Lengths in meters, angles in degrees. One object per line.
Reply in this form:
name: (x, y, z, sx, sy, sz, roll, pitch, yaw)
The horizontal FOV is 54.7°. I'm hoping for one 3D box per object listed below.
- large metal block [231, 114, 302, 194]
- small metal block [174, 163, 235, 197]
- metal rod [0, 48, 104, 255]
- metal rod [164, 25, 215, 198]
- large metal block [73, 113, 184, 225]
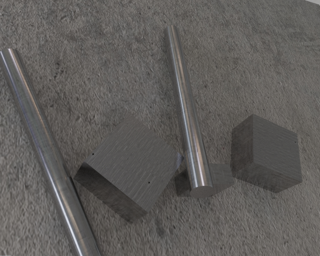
large metal block: (0.151, 0.038, 0.446, 0.080, 0.050, 0.080, 22, 53, -15)
small metal block: (0.053, 0.064, 0.377, 0.050, 0.050, 0.025, 6, 59, -25)
metal rod: (-0.108, 0.043, 0.319, 0.025, 0.025, 0.299, -17, 70, -35)
metal rod: (0.031, -0.047, 0.412, 0.025, 0.025, 0.300, 14, 45, -21)
large metal block: (-0.033, 0.044, 0.343, 0.080, 0.050, 0.080, 40, 51, -2)
